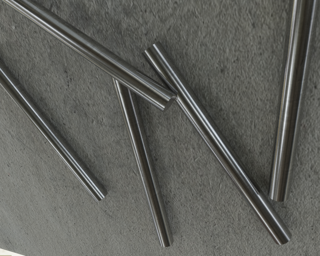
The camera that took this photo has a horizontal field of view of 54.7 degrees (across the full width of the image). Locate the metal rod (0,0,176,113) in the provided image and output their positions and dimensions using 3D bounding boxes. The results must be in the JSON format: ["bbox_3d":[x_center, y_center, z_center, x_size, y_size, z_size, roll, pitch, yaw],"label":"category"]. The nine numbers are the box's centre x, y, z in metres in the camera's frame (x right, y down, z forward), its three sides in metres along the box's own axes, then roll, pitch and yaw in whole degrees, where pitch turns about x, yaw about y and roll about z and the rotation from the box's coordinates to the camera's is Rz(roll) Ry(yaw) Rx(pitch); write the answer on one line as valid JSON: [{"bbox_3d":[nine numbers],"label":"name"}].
[{"bbox_3d":[-0.110,-0.113,0.379,0.300,0.025,0.025,35,129,11],"label":"metal rod"}]

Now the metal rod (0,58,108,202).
[{"bbox_3d":[-0.186,0.000,0.504,0.025,0.025,0.299,-28,104,37],"label":"metal rod"}]

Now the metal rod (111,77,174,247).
[{"bbox_3d":[-0.020,0.059,0.453,0.025,0.025,0.298,1,119,27],"label":"metal rod"}]

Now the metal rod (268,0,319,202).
[{"bbox_3d":[0.133,-0.047,0.307,0.025,0.025,0.298,9,122,24],"label":"metal rod"}]

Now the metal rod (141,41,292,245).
[{"bbox_3d":[0.076,0.026,0.382,0.025,0.025,0.299,-28,103,37],"label":"metal rod"}]
